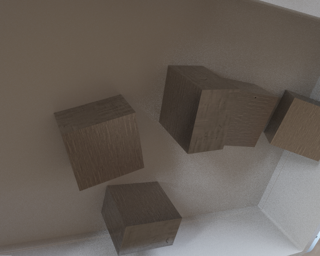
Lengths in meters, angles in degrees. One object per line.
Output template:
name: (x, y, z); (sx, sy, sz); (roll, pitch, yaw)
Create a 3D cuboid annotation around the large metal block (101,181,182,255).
large metal block: (-0.028, 0.122, 0.433); (0.081, 0.080, 0.050); (1, 118, -29)

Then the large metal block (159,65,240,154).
large metal block: (0.044, -0.026, 0.381); (0.050, 0.080, 0.079); (-5, 121, -26)

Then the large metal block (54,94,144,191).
large metal block: (-0.069, 0.016, 0.364); (0.081, 0.050, 0.079); (-18, 126, -18)

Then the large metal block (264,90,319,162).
large metal block: (0.224, -0.005, 0.488); (0.080, 0.050, 0.079); (20, 111, -1)

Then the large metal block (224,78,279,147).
large metal block: (0.105, -0.022, 0.436); (0.081, 0.050, 0.079); (5, 116, -31)
